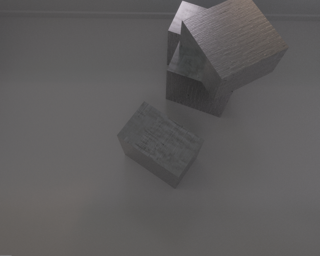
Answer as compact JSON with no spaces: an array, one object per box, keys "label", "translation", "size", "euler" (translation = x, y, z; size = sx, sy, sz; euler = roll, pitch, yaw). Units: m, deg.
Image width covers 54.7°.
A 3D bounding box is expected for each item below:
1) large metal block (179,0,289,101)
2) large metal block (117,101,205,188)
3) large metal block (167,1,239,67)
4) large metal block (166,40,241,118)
[{"label":"large metal block","translation":[0.077,-0.090,0.345],"size":[0.080,0.050,0.080],"euler":[-26,72,-9]},{"label":"large metal block","translation":[0.001,0.024,0.372],"size":[0.080,0.080,0.050],"euler":[33,74,11]},{"label":"large metal block","translation":[0.057,-0.114,0.422],"size":[0.080,0.080,0.050],"euler":[21,72,7]},{"label":"large metal block","translation":[0.055,-0.063,0.404],"size":[0.080,0.080,0.050],"euler":[20,72,7]}]
